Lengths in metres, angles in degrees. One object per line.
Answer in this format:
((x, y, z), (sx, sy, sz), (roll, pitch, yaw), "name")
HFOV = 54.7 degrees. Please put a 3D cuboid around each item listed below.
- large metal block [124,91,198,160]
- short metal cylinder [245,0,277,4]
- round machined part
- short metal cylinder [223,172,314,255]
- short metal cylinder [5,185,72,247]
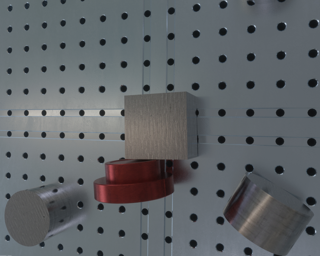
((0.002, -0.001, 0.397), (0.080, 0.050, 0.080), (-2, 88, 19), "large metal block")
((0.121, -0.192, 0.357), (0.080, 0.050, 0.079), (0, 90, 20), "short metal cylinder")
((-0.033, 0.061, 0.385), (0.098, 0.098, 0.042), (-4, 90, 20), "round machined part")
((0.117, 0.092, 0.342), (0.080, 0.080, 0.050), (31, 100, 17), "short metal cylinder")
((-0.181, 0.128, 0.463), (0.080, 0.050, 0.079), (0, 90, 20), "short metal cylinder")
